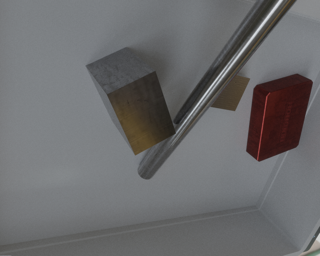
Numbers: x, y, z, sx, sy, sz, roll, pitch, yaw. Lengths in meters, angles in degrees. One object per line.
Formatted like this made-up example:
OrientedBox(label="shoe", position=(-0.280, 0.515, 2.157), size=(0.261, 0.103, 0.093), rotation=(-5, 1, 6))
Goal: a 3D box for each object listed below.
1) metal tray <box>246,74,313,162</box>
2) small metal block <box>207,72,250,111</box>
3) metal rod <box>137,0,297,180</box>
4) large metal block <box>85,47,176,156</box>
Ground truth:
OrientedBox(label="metal tray", position=(0.192, -0.015, 0.504), size=(0.091, 0.030, 0.129), rotation=(-17, 126, -19))
OrientedBox(label="small metal block", position=(0.088, -0.054, 0.426), size=(0.050, 0.025, 0.050), rotation=(7, 115, -32))
OrientedBox(label="metal rod", position=(0.039, -0.024, 0.334), size=(0.025, 0.025, 0.298), rotation=(0, 145, -29))
OrientedBox(label="large metal block", position=(-0.032, -0.031, 0.337), size=(0.050, 0.080, 0.080), rotation=(-28, 128, -11))
